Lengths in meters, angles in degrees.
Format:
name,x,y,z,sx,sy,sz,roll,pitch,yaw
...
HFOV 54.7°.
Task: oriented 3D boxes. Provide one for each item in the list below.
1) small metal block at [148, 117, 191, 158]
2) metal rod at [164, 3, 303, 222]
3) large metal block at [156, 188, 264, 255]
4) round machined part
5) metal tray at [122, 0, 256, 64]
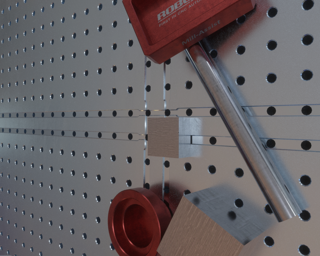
name,x,y,z,sx,sy,sz,roll,pitch,yaw
small metal block,0.011,0.012,0.398,0.050,0.025,0.050,0,90,39
metal rod,0.068,-0.041,0.352,0.025,0.025,0.299,-38,67,33
large metal block,0.054,0.128,0.347,0.080,0.050,0.079,35,111,34
round machined part,-0.022,0.128,0.413,0.098,0.042,0.097,-1,89,41
metal tray,0.029,-0.144,0.355,0.130,0.030,0.090,-28,71,18
